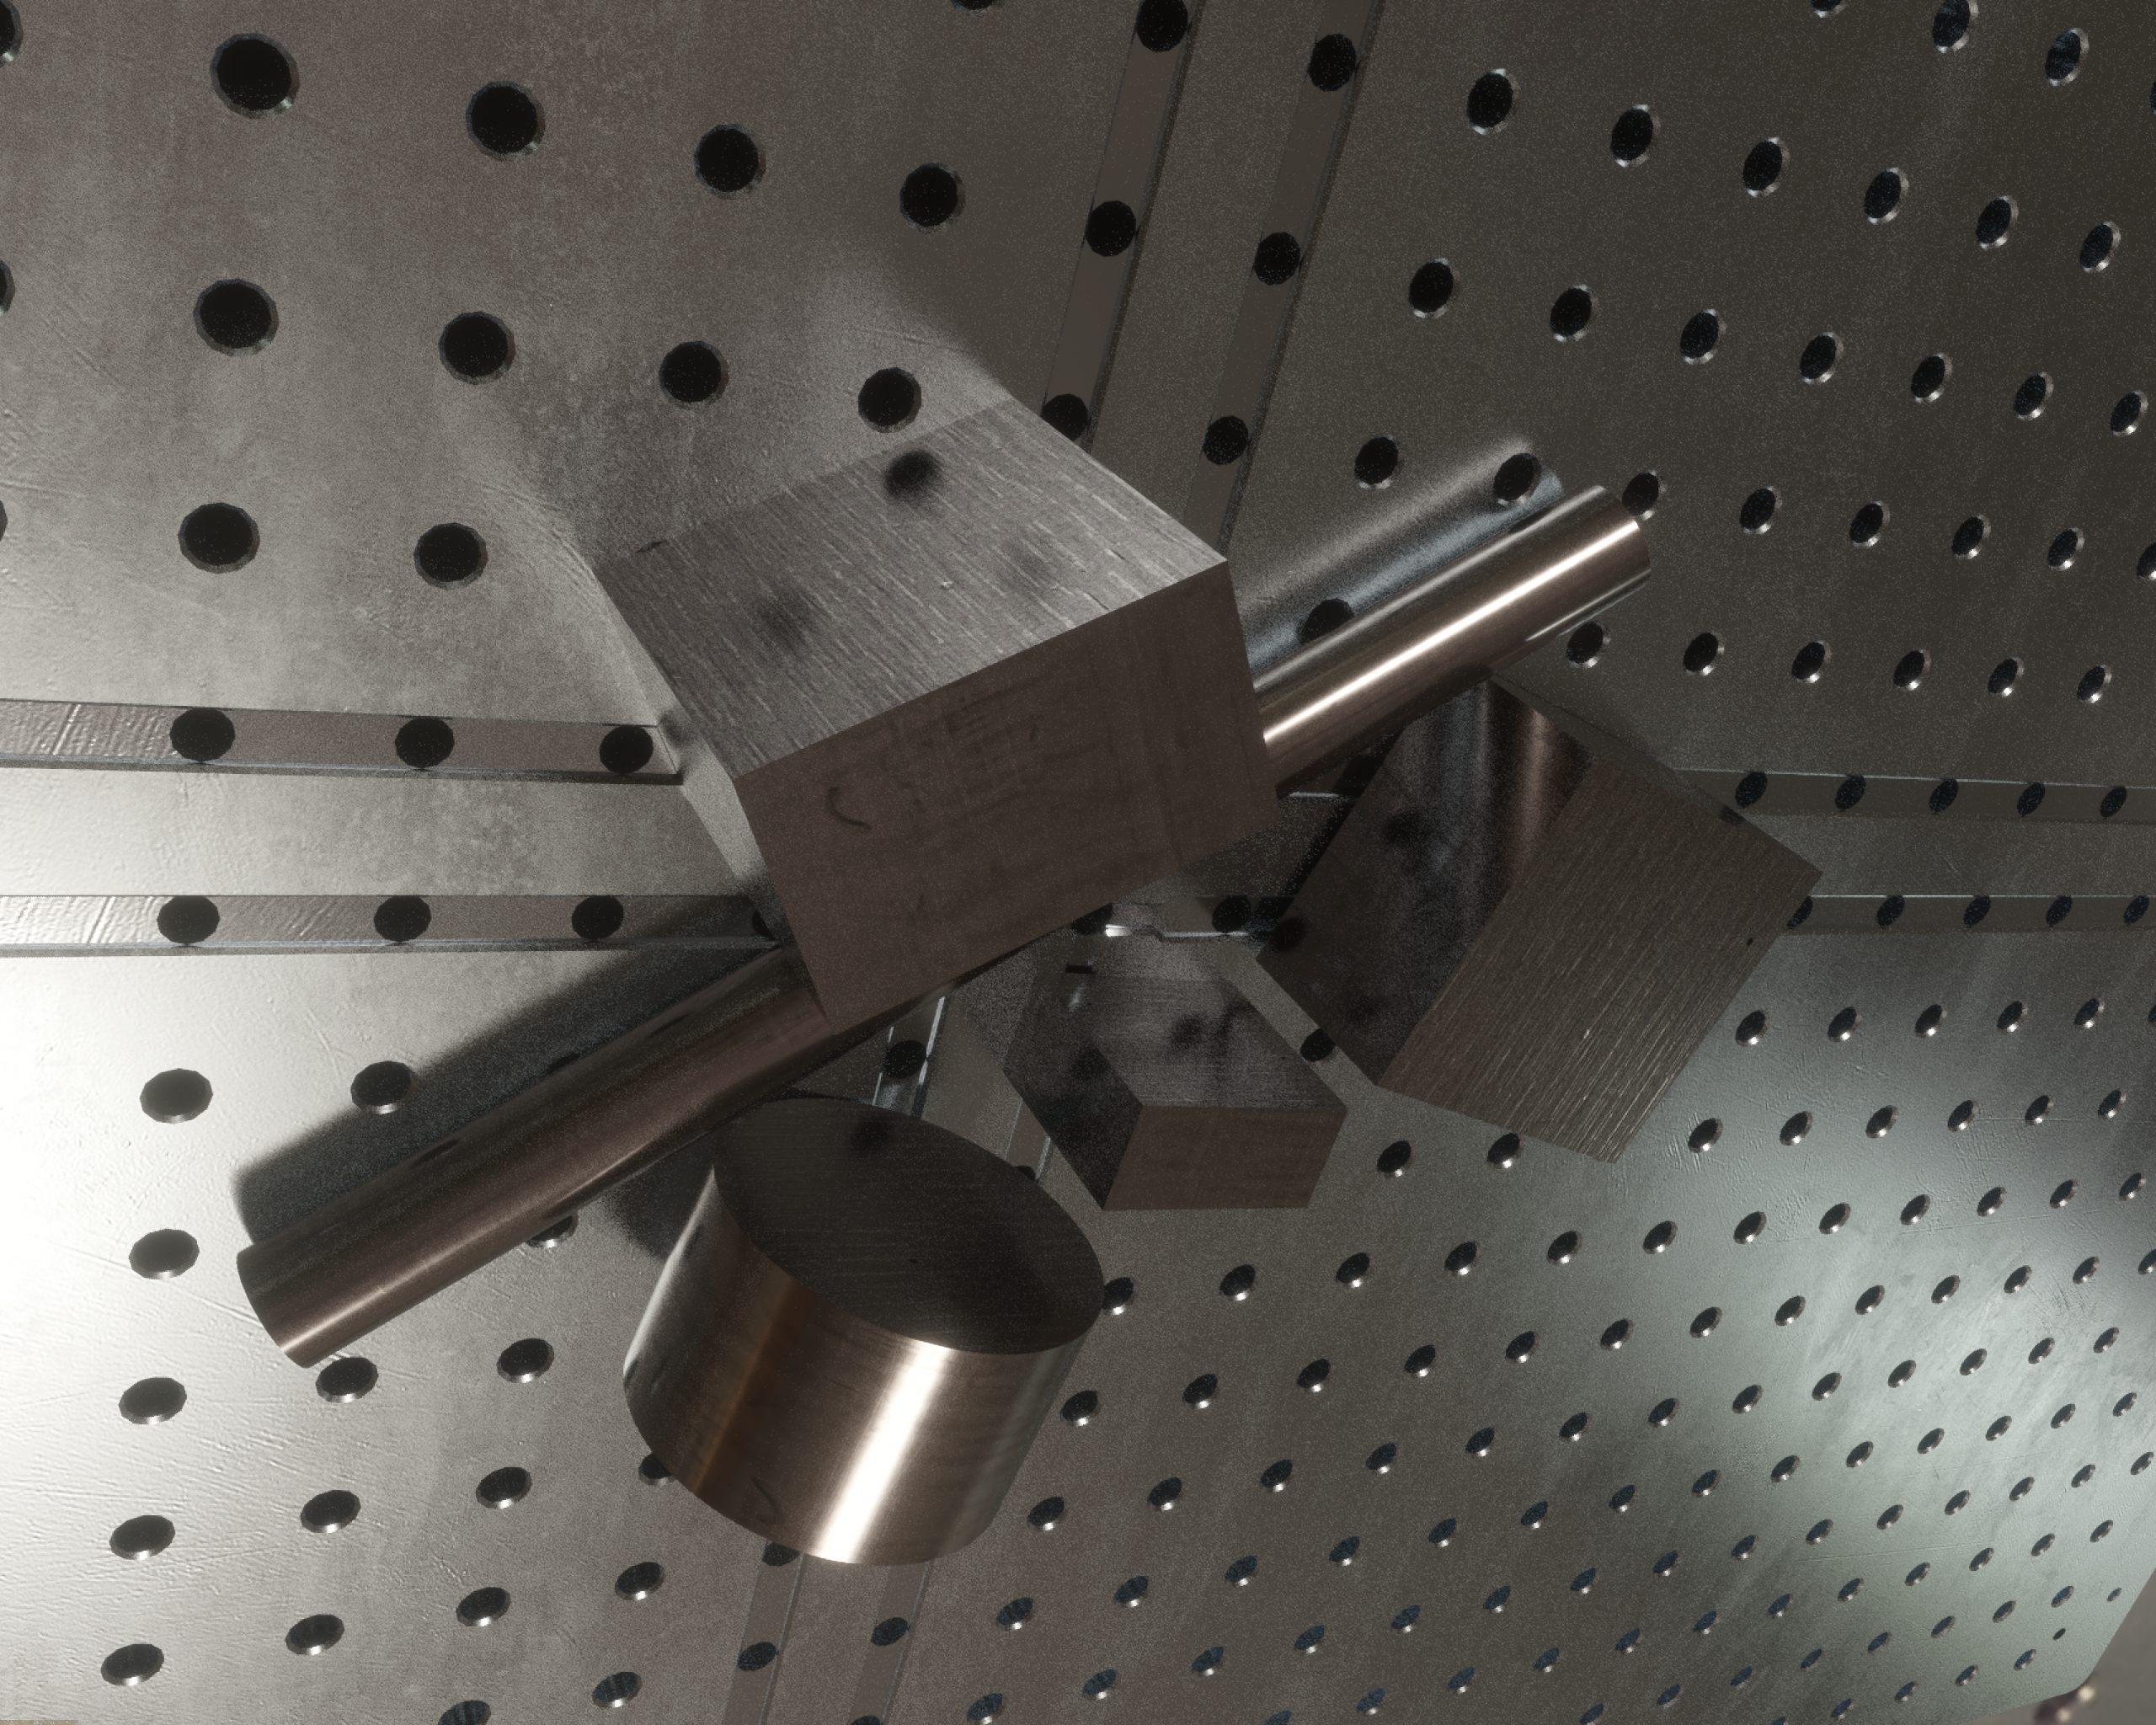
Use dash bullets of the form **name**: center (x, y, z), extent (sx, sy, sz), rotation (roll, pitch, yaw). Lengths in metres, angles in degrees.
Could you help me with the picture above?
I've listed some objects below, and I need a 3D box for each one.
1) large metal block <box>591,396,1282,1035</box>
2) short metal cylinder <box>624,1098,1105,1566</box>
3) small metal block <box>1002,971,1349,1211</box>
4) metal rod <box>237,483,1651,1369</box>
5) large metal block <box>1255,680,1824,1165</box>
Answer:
- **large metal block**: center (-0.025, -0.028, 0.347), extent (0.080, 0.080, 0.050), rotation (-25, 128, -13)
- **short metal cylinder**: center (-0.042, 0.090, 0.409), extent (0.081, 0.080, 0.050), rotation (12, 112, -34)
- **small metal block**: center (0.020, 0.048, 0.437), extent (0.050, 0.050, 0.025), rotation (5, 116, -31)
- **metal rod**: center (-0.018, 0.007, 0.406), extent (0.301, 0.025, 0.025), rotation (-30, 129, -9)
- **large metal block**: center (0.100, 0.012, 0.456), extent (0.080, 0.050, 0.080), rotation (21, 107, -36)
